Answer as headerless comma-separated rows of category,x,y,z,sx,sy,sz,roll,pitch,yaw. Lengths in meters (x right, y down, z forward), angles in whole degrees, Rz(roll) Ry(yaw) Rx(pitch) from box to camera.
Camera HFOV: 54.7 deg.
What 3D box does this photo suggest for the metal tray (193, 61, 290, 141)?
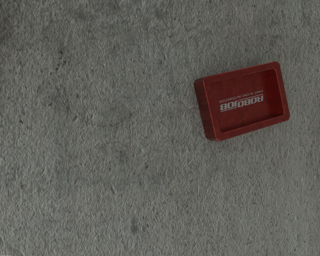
metal tray,0.121,-0.040,0.450,0.131,0.030,0.089,-15,95,-20
